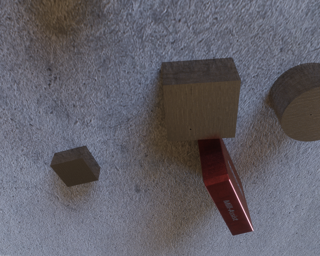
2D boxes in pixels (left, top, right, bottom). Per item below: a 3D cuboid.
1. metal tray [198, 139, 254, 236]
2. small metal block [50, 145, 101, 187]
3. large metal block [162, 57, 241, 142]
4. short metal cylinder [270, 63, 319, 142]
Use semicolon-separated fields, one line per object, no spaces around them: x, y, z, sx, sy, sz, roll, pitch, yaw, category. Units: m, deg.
0.091;0.077;0.430;0.030;0.090;0.130;-19;128;15;metal tray
-0.123;0.057;0.455;0.050;0.025;0.050;-14;129;11;small metal block
0.046;-0.032;0.364;0.080;0.050;0.080;-4;130;3;large metal block
0.178;-0.030;0.367;0.081;0.050;0.079;0;130;0;short metal cylinder
